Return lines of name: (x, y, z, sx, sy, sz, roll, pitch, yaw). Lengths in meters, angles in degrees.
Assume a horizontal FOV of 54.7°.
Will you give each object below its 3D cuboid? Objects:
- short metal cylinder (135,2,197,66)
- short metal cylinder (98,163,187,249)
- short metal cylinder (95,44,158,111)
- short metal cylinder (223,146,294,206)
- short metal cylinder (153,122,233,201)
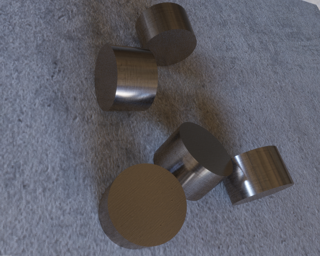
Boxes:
short metal cylinder: (0.008, -0.136, 0.458, 0.081, 0.080, 0.050, -1, 63, -29)
short metal cylinder: (-0.019, 0.082, 0.322, 0.081, 0.050, 0.080, 9, 64, -18)
short metal cylinder: (-0.044, -0.061, 0.383, 0.050, 0.080, 0.080, -2, 63, -30)
short metal cylinder: (0.122, 0.062, 0.399, 0.081, 0.080, 0.050, -4, 64, -31)
short metal cylinder: (0.039, 0.039, 0.370, 0.080, 0.050, 0.080, 31, 31, -20)
